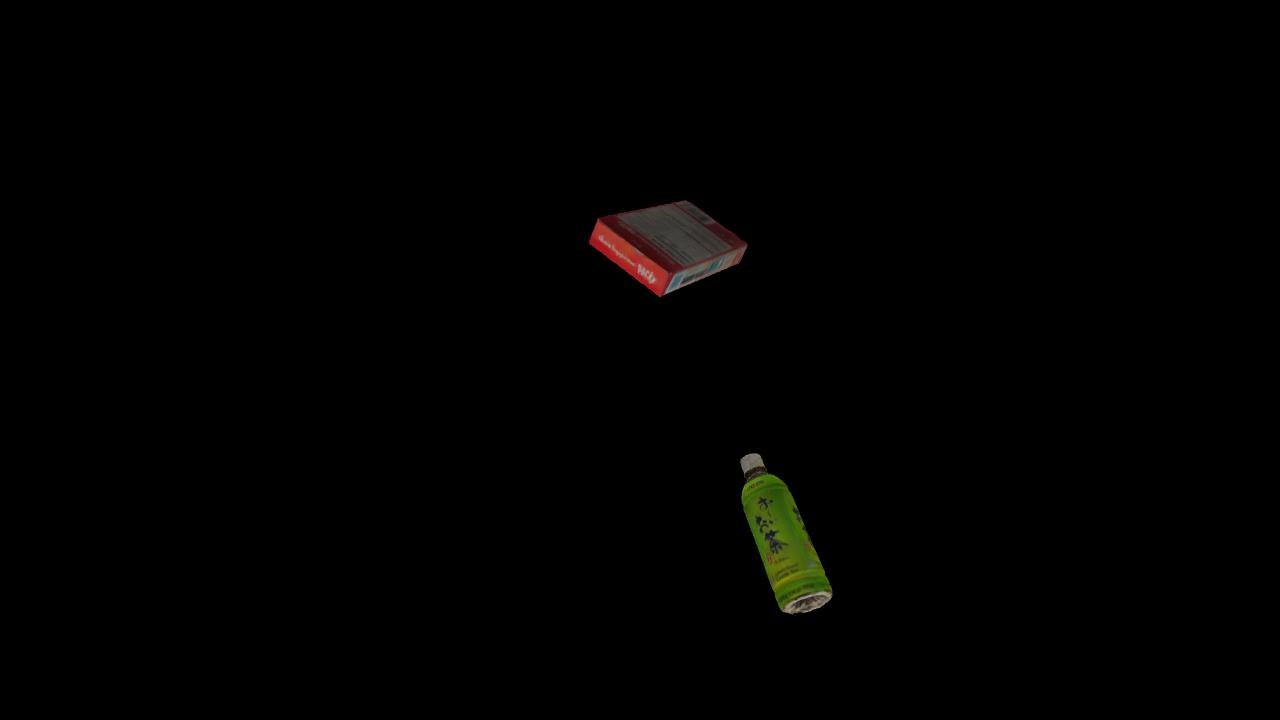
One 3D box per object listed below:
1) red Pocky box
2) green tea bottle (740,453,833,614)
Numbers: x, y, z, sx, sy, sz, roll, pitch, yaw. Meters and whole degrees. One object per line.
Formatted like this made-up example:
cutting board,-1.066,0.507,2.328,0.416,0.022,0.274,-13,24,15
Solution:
red Pocky box,0.030,-0.105,0.555,0.083,0.028,0.155,41,35,16
green tea bottle,0.180,0.220,0.813,0.073,0.212,0.073,-11,-41,-10
